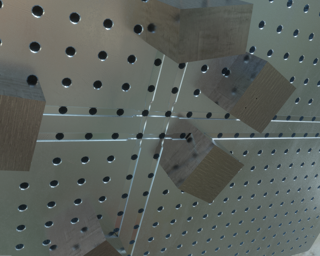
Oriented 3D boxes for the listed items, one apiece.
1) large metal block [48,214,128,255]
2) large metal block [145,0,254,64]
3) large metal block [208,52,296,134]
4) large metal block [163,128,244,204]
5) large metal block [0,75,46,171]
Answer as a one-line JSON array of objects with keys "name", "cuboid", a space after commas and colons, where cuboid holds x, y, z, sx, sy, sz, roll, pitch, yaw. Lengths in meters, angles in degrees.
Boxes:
[{"name": "large metal block", "cuboid": [-0.102, 0.188, 0.457, 0.080, 0.050, 0.080, -33, 129, -7]}, {"name": "large metal block", "cuboid": [0.037, -0.110, 0.329, 0.081, 0.080, 0.050, -13, 124, -22]}, {"name": "large metal block", "cuboid": [0.130, -0.049, 0.438, 0.080, 0.050, 0.080, 26, 104, -38]}, {"name": "large metal block", "cuboid": [0.066, 0.058, 0.470, 0.080, 0.050, 0.080, 32, 100, -39]}, {"name": "large metal block", "cuboid": [-0.165, -0.007, 0.301, 0.081, 0.050, 0.079, 8, 115, -32]}]
